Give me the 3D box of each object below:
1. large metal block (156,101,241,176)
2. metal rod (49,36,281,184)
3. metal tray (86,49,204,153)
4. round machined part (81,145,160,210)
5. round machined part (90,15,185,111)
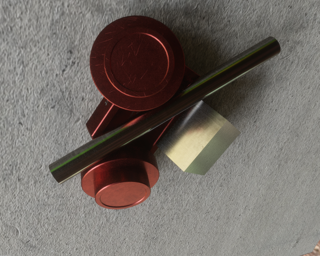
[{"bbox_3d":[0.054,0.014,0.412,0.080,0.050,0.080,-51,153,7],"label":"large metal block"},{"bbox_3d":[0.013,-0.026,0.362,0.301,0.025,0.025,-31,129,-9],"label":"metal rod"},{"bbox_3d":[-0.017,-0.029,0.378,0.090,0.030,0.130,27,103,-38],"label":"metal tray"},{"bbox_3d":[-0.048,0.068,0.391,0.099,0.042,0.097,-9,140,-7],"label":"round machined part"},{"bbox_3d":[-0.022,-0.066,0.318,0.099,0.042,0.097,-1,97,-8],"label":"round machined part"}]
